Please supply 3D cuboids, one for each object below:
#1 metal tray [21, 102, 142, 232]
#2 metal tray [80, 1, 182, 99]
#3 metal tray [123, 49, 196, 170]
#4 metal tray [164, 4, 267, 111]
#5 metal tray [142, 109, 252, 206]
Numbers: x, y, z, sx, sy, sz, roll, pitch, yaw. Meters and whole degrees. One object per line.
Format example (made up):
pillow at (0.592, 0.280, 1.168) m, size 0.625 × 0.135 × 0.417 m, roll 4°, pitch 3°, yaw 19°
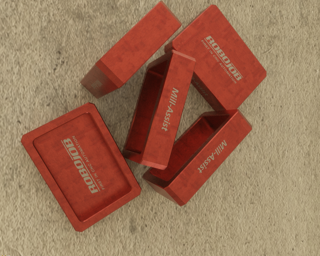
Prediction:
metal tray at (-0.092, 0.045, 0.374) m, size 0.091 × 0.030 × 0.129 m, roll -30°, pitch 100°, yaw -18°
metal tray at (-0.039, -0.079, 0.341) m, size 0.030 × 0.130 × 0.090 m, roll 46°, pitch 75°, yaw -15°
metal tray at (-0.005, -0.020, 0.374) m, size 0.030 × 0.090 × 0.129 m, roll 18°, pitch 84°, yaw -20°
metal tray at (0.081, -0.094, 0.439) m, size 0.090 × 0.030 × 0.130 m, roll -46°, pitch 105°, yaw -14°
metal tray at (0.044, 0.032, 0.393) m, size 0.130 × 0.090 × 0.030 m, roll -45°, pitch 105°, yaw -15°
